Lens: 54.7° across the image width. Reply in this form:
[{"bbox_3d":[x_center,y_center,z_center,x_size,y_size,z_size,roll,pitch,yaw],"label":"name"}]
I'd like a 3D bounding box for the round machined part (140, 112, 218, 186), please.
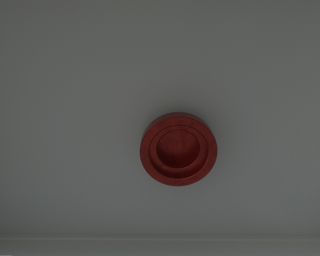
[{"bbox_3d":[0.024,0.025,0.412,0.099,0.042,0.097,0,110,-1],"label":"round machined part"}]
